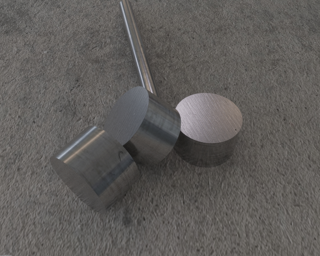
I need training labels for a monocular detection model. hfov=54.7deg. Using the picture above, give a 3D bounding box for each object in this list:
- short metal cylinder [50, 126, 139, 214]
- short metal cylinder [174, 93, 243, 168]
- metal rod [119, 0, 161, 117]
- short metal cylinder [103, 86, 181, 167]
[{"bbox_3d":[-0.069,0.044,0.329,0.080,0.080,0.050,31,58,23],"label":"short metal cylinder"},{"bbox_3d":[0.057,0.002,0.386,0.081,0.050,0.080,0,50,0],"label":"short metal cylinder"},{"bbox_3d":[-0.035,-0.125,0.507,0.025,0.025,0.300,-10,51,-8],"label":"metal rod"},{"bbox_3d":[-0.022,-0.001,0.361,0.050,0.080,0.080,32,42,-34],"label":"short metal cylinder"}]
